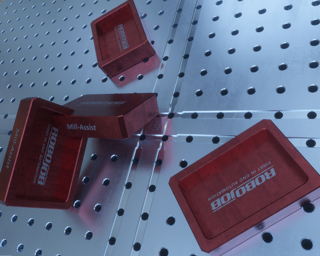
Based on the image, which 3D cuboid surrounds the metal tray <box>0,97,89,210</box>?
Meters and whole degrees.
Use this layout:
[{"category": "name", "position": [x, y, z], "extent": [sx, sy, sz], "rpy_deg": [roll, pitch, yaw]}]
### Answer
[{"category": "metal tray", "position": [-0.145, 0.035, 0.397], "extent": [0.030, 0.090, 0.129], "rpy_deg": [2, 77, 41]}]

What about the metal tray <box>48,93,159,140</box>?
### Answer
[{"category": "metal tray", "position": [-0.079, -0.019, 0.425], "extent": [0.130, 0.030, 0.090], "rpy_deg": [2, 25, 28]}]

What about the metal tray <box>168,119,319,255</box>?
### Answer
[{"category": "metal tray", "position": [0.084, 0.060, 0.323], "extent": [0.130, 0.030, 0.090], "rpy_deg": [-33, 52, 6]}]

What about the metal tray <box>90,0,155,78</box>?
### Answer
[{"category": "metal tray", "position": [-0.068, -0.157, 0.534], "extent": [0.090, 0.030, 0.130], "rpy_deg": [-26, 53, 11]}]
